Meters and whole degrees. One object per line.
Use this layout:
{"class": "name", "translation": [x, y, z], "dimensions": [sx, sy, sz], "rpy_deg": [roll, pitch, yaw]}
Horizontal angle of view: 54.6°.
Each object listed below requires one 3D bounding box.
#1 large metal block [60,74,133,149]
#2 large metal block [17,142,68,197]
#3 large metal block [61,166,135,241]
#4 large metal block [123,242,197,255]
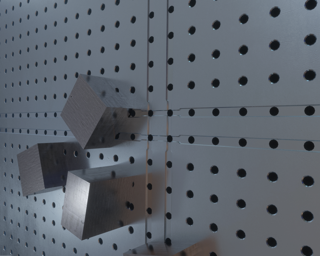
{"class": "large metal block", "translation": [-0.100, -0.025, 0.477], "dimensions": [0.080, 0.050, 0.080], "rpy_deg": [48, 119, 29]}
{"class": "large metal block", "translation": [-0.217, 0.077, 0.574], "dimensions": [0.080, 0.050, 0.080], "rpy_deg": [-23, 76, 38]}
{"class": "large metal block", "translation": [-0.089, 0.104, 0.449], "dimensions": [0.050, 0.081, 0.080], "rpy_deg": [17, 101, 39]}
{"class": "large metal block", "translation": [0.005, 0.193, 0.390], "dimensions": [0.080, 0.050, 0.080], "rpy_deg": [-16, 80, 39]}
